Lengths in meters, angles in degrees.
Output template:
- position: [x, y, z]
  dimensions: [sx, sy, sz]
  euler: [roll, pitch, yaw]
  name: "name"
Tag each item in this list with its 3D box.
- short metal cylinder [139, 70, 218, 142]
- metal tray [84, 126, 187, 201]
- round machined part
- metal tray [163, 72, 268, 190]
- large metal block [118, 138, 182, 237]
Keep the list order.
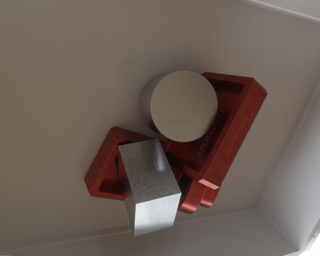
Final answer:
- position: [0.021, -0.026, 0.368]
  dimensions: [0.081, 0.050, 0.079]
  euler: [-2, 96, -17]
  name: "short metal cylinder"
- position: [-0.025, 0.058, 0.426]
  dimensions: [0.131, 0.030, 0.090]
  euler: [19, 108, -36]
  name: "metal tray"
- position: [0.056, 0.073, 0.433]
  dimensions: [0.042, 0.098, 0.097]
  euler: [19, 112, -4]
  name: "round machined part"
- position: [0.061, -0.002, 0.378]
  dimensions: [0.030, 0.090, 0.130]
  euler: [31, 85, -35]
  name: "metal tray"
- position: [-0.017, 0.072, 0.378]
  dimensions: [0.050, 0.080, 0.079]
  euler: [-10, 139, -16]
  name: "large metal block"
